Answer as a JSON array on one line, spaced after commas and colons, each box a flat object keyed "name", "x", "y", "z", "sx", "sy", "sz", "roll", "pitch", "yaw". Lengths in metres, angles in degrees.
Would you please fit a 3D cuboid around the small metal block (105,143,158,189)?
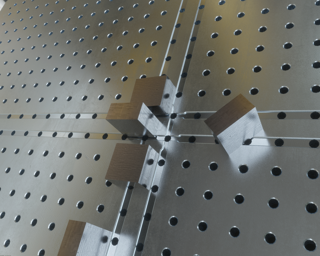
[{"name": "small metal block", "x": -0.036, "y": 0.048, "z": 0.399, "sx": 0.050, "sy": 0.025, "sz": 0.050, "roll": 1, "pitch": 62, "yaw": 29}]

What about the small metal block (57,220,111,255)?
[{"name": "small metal block", "x": -0.087, "y": 0.137, "z": 0.355, "sx": 0.025, "sy": 0.050, "sz": 0.050, "roll": -1, "pitch": 61, "yaw": 28}]

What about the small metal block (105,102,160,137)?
[{"name": "small metal block", "x": -0.036, "y": -0.010, "z": 0.419, "sx": 0.050, "sy": 0.050, "sz": 0.025, "roll": 1, "pitch": 62, "yaw": 29}]

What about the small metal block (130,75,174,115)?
[{"name": "small metal block", "x": -0.012, "y": -0.045, "z": 0.443, "sx": 0.050, "sy": 0.025, "sz": 0.050, "roll": -3, "pitch": 60, "yaw": 27}]

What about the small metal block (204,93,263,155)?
[{"name": "small metal block", "x": 0.084, "y": -0.003, "z": 0.350, "sx": 0.050, "sy": 0.050, "sz": 0.025, "roll": -38, "pitch": 51, "yaw": 3}]
